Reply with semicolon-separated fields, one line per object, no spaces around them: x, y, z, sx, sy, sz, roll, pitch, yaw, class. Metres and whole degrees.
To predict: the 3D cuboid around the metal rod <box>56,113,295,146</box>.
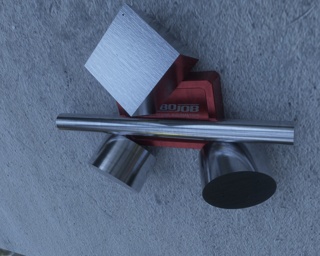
-0.003;-0.002;0.370;0.300;0.025;0.025;3;120;26;metal rod

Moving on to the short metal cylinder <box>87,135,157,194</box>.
-0.051;0.048;0.425;0.080;0.050;0.080;28;163;9;short metal cylinder

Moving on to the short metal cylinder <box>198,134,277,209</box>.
0.087;0.052;0.357;0.081;0.050;0.080;-1;137;0;short metal cylinder

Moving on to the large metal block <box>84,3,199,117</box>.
-0.020;-0.070;0.332;0.080;0.050;0.080;47;114;16;large metal block

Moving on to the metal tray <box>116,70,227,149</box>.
0.012;-0.021;0.386;0.130;0.030;0.089;2;120;27;metal tray
